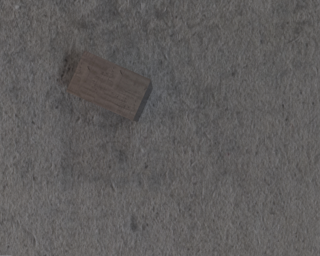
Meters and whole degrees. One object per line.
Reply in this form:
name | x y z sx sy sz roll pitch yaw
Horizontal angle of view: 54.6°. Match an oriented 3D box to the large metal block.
large metal block | -0.057 -0.047 0.382 0.080 0.080 0.050 24 90 0
